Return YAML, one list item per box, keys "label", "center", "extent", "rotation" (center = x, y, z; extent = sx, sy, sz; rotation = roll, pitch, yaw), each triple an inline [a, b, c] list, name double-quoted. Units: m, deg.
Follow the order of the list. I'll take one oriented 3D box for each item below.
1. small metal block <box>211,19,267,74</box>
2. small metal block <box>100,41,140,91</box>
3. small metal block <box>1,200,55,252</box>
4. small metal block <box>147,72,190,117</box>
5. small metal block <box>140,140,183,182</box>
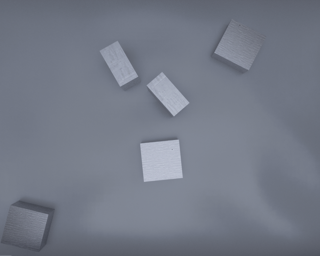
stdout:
- label: "small metal block"
  center: [0.104, -0.108, 0.413]
  extent: [0.050, 0.025, 0.050]
  rotation: [27, 90, -1]
- label: "small metal block"
  center: [-0.050, -0.078, 0.398]
  extent: [0.025, 0.050, 0.050]
  rotation: [-30, 90, 0]
- label: "small metal block"
  center: [-0.174, 0.129, 0.409]
  extent: [0.050, 0.025, 0.050]
  rotation: [14, 90, -1]
- label: "small metal block"
  center: [0.010, -0.041, 0.399]
  extent: [0.025, 0.050, 0.050]
  rotation: [-41, 91, 0]
- label: "small metal block"
  center: [0.002, 0.042, 0.412]
  extent: [0.050, 0.025, 0.050]
  rotation: [-6, 90, -1]
